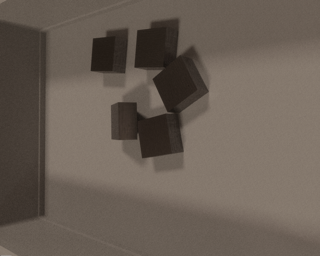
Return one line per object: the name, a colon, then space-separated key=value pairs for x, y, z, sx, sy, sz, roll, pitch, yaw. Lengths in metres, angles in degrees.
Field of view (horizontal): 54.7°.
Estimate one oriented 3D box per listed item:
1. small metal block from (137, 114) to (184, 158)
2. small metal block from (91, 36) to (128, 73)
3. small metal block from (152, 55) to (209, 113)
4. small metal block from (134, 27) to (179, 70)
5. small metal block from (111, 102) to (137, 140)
small metal block: x=0.000 y=0.011 z=0.405 sx=0.050 sy=0.025 sz=0.050 roll=-14 pitch=81 yaw=39
small metal block: x=-0.077 y=-0.109 z=0.468 sx=0.050 sy=0.025 sz=0.050 roll=9 pitch=96 yaw=39
small metal block: x=0.025 y=-0.053 z=0.385 sx=0.050 sy=0.025 sz=0.050 roll=-36 pitch=68 yaw=34
small metal block: x=-0.005 y=-0.103 z=0.409 sx=0.050 sy=0.025 sz=0.050 roll=8 pitch=95 yaw=39
small metal block: x=-0.051 y=-0.009 z=0.432 sx=0.050 sy=0.025 sz=0.050 roll=177 pitch=92 yaw=-70
